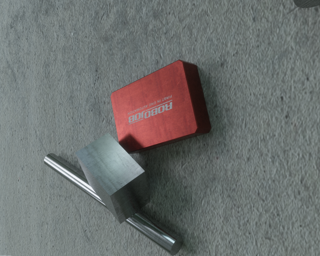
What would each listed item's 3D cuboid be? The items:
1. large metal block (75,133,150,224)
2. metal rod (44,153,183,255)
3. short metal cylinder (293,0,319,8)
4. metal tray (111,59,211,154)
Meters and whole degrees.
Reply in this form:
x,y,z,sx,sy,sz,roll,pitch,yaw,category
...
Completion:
x,y,z,sx,sy,sz,roll,pitch,yaw,category
-0.061,0.067,0.411,0.080,0.050,0.080,42,154,31,large metal block
-0.090,0.102,0.476,0.300,0.025,0.025,22,104,37,metal rod
0.137,-0.148,0.255,0.080,0.081,0.050,-34,69,34,short metal cylinder
-0.004,-0.022,0.403,0.130,0.030,0.090,-19,78,38,metal tray
